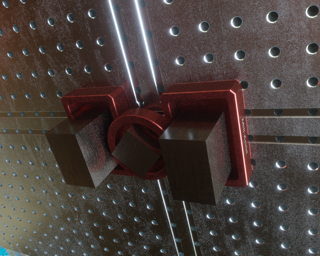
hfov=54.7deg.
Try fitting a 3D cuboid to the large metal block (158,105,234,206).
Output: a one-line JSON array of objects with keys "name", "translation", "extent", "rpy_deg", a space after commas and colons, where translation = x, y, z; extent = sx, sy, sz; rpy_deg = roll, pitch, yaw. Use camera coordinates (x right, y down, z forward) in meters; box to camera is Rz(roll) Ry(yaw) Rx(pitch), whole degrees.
[{"name": "large metal block", "translation": [0.046, 0.027, 0.351], "extent": [0.050, 0.080, 0.080], "rpy_deg": [2, 119, 28]}]

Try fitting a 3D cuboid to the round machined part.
[{"name": "round machined part", "translation": [-0.016, 0.017, 0.408], "extent": [0.098, 0.042, 0.097], "rpy_deg": [13, 124, 21]}]

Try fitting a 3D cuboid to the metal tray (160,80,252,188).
[{"name": "metal tray", "translation": [0.059, 0.010, 0.382], "extent": [0.090, 0.030, 0.129], "rpy_deg": [0, 118, 28]}]

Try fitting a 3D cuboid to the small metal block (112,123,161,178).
[{"name": "small metal block", "translation": [-0.025, 0.027, 0.389], "extent": [0.050, 0.025, 0.050], "rpy_deg": [38, 129, 2]}]

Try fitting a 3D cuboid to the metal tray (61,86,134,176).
[{"name": "metal tray", "translation": [-0.081, 0.007, 0.454], "extent": [0.090, 0.030, 0.129], "rpy_deg": [1, 119, 28]}]

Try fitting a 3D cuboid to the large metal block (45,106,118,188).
[{"name": "large metal block", "translation": [-0.097, 0.023, 0.424], "extent": [0.050, 0.080, 0.080], "rpy_deg": [1, 119, 28]}]
